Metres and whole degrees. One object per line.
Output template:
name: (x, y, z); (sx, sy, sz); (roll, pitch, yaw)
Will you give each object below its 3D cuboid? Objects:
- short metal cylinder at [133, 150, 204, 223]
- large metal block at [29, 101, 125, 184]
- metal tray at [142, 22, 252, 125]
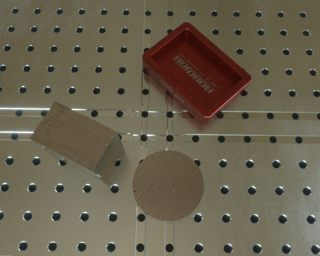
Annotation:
short metal cylinder: (0.009, 0.072, 0.372); (0.081, 0.050, 0.080); (0, 70, 0)
large metal block: (-0.094, 0.021, 0.374); (0.080, 0.080, 0.050); (26, 72, 9)
metal tray: (0.050, -0.079, 0.438); (0.090, 0.030, 0.130); (-41, 75, -14)
